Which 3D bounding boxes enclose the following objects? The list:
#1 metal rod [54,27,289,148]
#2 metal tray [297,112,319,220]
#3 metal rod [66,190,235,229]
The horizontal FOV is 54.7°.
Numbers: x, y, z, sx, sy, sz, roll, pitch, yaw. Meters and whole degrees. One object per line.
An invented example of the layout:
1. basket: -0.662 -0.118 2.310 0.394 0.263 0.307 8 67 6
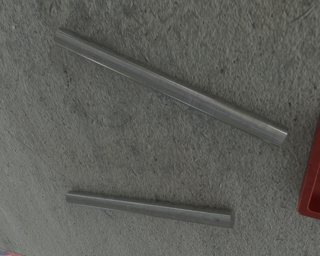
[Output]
1. metal rod: 0.004 -0.054 0.371 0.301 0.025 0.025 26 128 11
2. metal tray: 0.204 0.046 0.324 0.090 0.030 0.129 11 123 22
3. metal rod: -0.032 0.128 0.502 0.300 0.025 0.025 0 118 28
